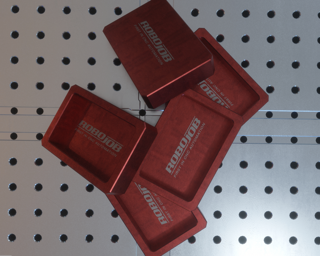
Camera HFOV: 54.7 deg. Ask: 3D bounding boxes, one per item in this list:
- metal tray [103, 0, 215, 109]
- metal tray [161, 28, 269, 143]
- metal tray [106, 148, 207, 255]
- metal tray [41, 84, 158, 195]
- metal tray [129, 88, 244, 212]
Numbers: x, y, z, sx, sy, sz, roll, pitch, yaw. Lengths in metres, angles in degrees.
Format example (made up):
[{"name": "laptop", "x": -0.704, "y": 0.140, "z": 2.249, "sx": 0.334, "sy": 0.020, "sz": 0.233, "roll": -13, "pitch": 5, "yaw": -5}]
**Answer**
[{"name": "metal tray", "x": -0.005, "y": -0.096, "z": 0.380, "sx": 0.090, "sy": 0.030, "sz": 0.130, "roll": -30, "pitch": 60, "yaw": -1}, {"name": "metal tray", "x": 0.066, "y": -0.054, "z": 0.411, "sx": 0.090, "sy": 0.030, "sz": 0.130, "roll": -43, "pitch": 91, "yaw": 0}, {"name": "metal tray", "x": -0.010, "y": 0.095, "z": 0.410, "sx": 0.090, "sy": 0.030, "sz": 0.130, "roll": -33, "pitch": 90, "yaw": -1}, {"name": "metal tray", "x": -0.078, "y": 0.011, "z": 0.379, "sx": 0.130, "sy": 0.030, "sz": 0.090, "roll": 28, "pitch": 90, "yaw": 30}, {"name": "metal tray", "x": 0.031, "y": 0.024, "z": 0.381, "sx": 0.090, "sy": 0.030, "sz": 0.130, "roll": 29, "pitch": 90, "yaw": -1}]
